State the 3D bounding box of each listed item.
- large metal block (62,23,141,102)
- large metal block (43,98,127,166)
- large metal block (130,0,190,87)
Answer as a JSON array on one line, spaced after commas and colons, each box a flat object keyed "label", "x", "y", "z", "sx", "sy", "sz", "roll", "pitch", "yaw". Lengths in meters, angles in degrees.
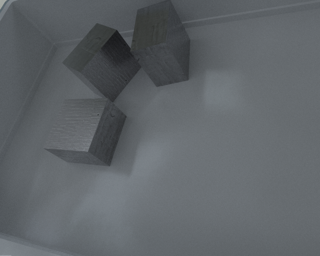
[{"label": "large metal block", "x": -0.085, "y": -0.098, "z": 0.476, "sx": 0.050, "sy": 0.080, "sz": 0.080, "roll": 30, "pitch": 78, "yaw": 38}, {"label": "large metal block", "x": -0.105, "y": 0.005, "z": 0.442, "sx": 0.080, "sy": 0.050, "sz": 0.080, "roll": 1, "pitch": 62, "yaw": 29}, {"label": "large metal block", "x": 0.004, "y": -0.118, "z": 0.441, "sx": 0.050, "sy": 0.080, "sz": 0.080, "roll": -9, "pitch": 58, "yaw": 24}]
